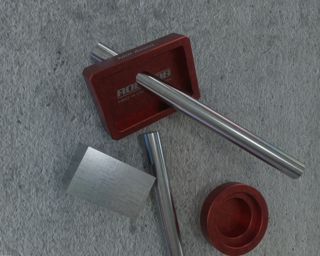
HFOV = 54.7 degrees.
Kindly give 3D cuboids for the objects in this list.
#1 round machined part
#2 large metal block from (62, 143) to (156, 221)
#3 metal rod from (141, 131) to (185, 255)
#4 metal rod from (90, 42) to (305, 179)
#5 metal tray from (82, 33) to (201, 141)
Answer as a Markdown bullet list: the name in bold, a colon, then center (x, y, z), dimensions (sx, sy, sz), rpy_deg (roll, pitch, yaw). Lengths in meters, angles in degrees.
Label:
- **round machined part**: center (0.100, 0.125, 0.439), dimensions (0.099, 0.042, 0.097), rpy_deg (0, 90, -21)
- **large metal block**: center (-0.062, 0.058, 0.358), dimensions (0.080, 0.080, 0.050), rpy_deg (28, 81, -18)
- **metal rod**: center (0.017, 0.152, 0.416), dimensions (0.025, 0.025, 0.298), rpy_deg (-13, 95, -20)
- **metal rod**: center (0.051, -0.019, 0.393), dimensions (0.301, 0.025, 0.025), rpy_deg (30, 80, -4)
- **metal tray**: center (-0.017, -0.052, 0.382), dimensions (0.131, 0.030, 0.089), rpy_deg (-27, 123, -18)
